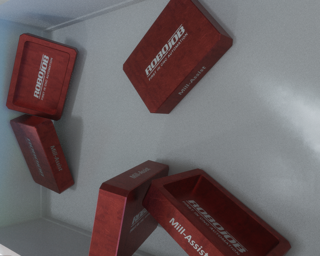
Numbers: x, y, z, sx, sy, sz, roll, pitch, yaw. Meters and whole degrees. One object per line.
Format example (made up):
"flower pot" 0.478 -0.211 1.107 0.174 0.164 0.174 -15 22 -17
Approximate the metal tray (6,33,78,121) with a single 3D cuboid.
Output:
"metal tray" -0.201 -0.086 0.531 0.030 0.091 0.129 -116 43 -69

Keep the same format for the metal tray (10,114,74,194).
"metal tray" -0.205 0.044 0.540 0.090 0.030 0.129 10 121 39

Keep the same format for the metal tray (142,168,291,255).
"metal tray" 0.056 0.098 0.317 0.130 0.091 0.030 39 117 33

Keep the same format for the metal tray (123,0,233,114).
"metal tray" 0.016 -0.091 0.391 0.129 0.030 0.090 -47 62 30

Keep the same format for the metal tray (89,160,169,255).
"metal tray" -0.031 0.095 0.362 0.030 0.130 0.089 13 99 18
